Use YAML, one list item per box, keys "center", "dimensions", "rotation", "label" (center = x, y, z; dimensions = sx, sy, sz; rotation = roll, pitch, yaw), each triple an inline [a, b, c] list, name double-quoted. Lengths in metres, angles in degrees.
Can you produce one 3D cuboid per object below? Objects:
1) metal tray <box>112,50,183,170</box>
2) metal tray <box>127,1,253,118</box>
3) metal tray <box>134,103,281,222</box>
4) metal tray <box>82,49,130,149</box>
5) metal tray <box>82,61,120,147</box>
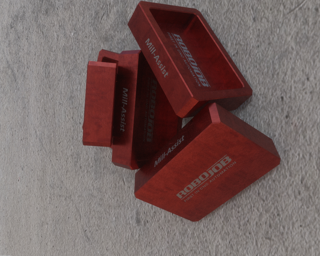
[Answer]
- center: [-0.010, -0.021, 0.371]
  dimensions: [0.030, 0.091, 0.129]
  rotation: [8, 96, 39]
  label: "metal tray"
- center: [0.032, -0.076, 0.333]
  dimensions: [0.030, 0.091, 0.130]
  rotation: [-49, 60, 45]
  label: "metal tray"
- center: [0.045, 0.043, 0.325]
  dimensions: [0.129, 0.090, 0.030]
  rotation: [-46, 28, 30]
  label: "metal tray"
- center: [-0.063, -0.041, 0.453]
  dimensions: [0.090, 0.030, 0.129]
  rotation: [25, 106, 36]
  label: "metal tray"
- center: [-0.070, -0.030, 0.388]
  dimensions: [0.130, 0.030, 0.089]
  rotation: [-140, 54, -83]
  label: "metal tray"
